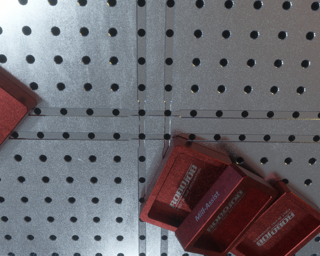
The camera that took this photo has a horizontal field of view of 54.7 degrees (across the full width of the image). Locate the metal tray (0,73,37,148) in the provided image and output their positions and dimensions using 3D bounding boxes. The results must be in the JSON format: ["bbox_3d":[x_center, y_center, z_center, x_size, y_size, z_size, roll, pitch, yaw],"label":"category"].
[{"bbox_3d":[-0.239,-0.012,0.403,0.090,0.030,0.130,41,105,-14],"label":"metal tray"}]

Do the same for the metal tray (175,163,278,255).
[{"bbox_3d":[0.093,0.118,0.429,0.090,0.030,0.130,28,103,-37],"label":"metal tray"}]

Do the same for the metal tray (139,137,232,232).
[{"bbox_3d":[0.036,0.087,0.443,0.090,0.030,0.129,22,108,-9],"label":"metal tray"}]

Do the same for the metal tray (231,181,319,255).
[{"bbox_3d":[0.174,0.154,0.470,0.090,0.030,0.130,36,106,-13],"label":"metal tray"}]
